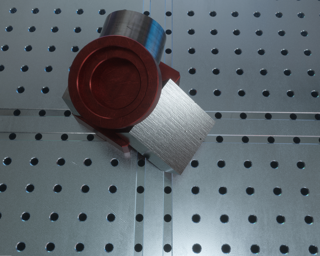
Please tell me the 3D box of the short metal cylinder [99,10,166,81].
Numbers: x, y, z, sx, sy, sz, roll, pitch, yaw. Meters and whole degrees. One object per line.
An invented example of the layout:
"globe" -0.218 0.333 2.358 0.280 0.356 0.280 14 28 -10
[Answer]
"short metal cylinder" -0.037 -0.099 0.386 0.080 0.080 0.050 13 71 4

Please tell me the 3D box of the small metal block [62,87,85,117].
"small metal block" -0.091 -0.044 0.380 0.025 0.050 0.050 18 71 6

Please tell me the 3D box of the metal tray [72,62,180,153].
"metal tray" -0.044 -0.043 0.425 0.090 0.030 0.130 33 73 11

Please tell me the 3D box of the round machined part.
"round machined part" -0.046 -0.048 0.340 0.098 0.042 0.097 0 90 11

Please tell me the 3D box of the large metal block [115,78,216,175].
"large metal block" 0.007 -0.001 0.379 0.080 0.050 0.080 42 72 -19
